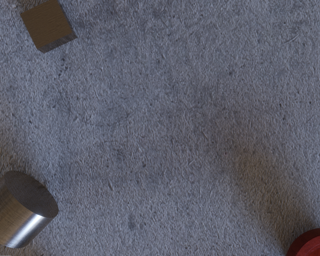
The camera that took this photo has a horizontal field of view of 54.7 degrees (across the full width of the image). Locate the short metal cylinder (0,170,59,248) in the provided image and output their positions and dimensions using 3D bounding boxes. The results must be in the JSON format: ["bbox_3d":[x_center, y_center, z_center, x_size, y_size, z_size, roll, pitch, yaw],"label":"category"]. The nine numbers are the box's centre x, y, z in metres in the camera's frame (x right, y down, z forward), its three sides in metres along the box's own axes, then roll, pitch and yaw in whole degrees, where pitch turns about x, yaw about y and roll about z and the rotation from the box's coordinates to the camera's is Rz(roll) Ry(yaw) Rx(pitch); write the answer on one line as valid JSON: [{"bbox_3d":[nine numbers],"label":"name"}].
[{"bbox_3d":[-0.174,0.098,0.380,0.080,0.080,0.050,44,90,-1],"label":"short metal cylinder"}]

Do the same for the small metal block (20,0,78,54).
[{"bbox_3d":[-0.146,-0.134,0.408,0.050,0.025,0.050,-26,90,-1],"label":"small metal block"}]

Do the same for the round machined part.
[{"bbox_3d":[0.211,0.179,0.404,0.099,0.042,0.097,0,90,-1],"label":"round machined part"}]
